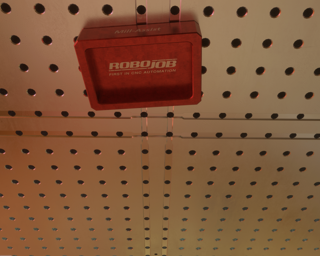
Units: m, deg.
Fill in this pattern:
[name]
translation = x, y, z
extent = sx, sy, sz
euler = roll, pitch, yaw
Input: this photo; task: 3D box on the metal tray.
[metal tray]
translation = -0.020, -0.067, 0.350
extent = 0.131, 0.030, 0.090
euler = -3, 130, 2
